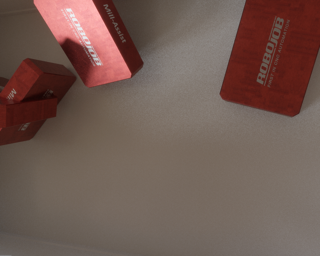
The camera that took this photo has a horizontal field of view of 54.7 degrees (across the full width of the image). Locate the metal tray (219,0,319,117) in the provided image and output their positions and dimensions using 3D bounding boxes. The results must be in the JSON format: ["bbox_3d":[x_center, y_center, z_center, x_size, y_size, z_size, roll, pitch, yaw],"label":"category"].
[{"bbox_3d":[0.132,-0.085,0.361,0.090,0.030,0.129,17,96,19],"label":"metal tray"}]

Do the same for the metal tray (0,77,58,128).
[{"bbox_3d":[-0.223,-0.041,0.435,0.130,0.091,0.030,19,110,24],"label":"metal tray"}]

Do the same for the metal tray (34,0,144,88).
[{"bbox_3d":[-0.088,-0.119,0.390,0.090,0.030,0.130,-6,124,37],"label":"metal tray"}]

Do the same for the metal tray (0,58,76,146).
[{"bbox_3d":[-0.187,-0.034,0.440,0.030,0.090,0.130,42,103,7],"label":"metal tray"}]
